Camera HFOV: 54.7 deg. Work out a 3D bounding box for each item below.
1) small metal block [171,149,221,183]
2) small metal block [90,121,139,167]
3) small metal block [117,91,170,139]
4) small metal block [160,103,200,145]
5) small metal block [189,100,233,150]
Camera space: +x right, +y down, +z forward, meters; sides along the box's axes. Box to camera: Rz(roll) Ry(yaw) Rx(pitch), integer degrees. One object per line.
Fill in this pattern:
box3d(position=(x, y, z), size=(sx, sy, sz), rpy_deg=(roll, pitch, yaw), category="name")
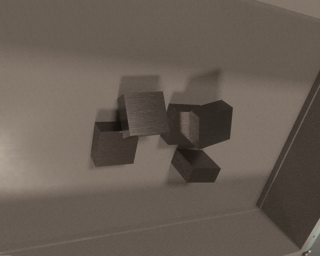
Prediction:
box3d(position=(0.052, 0.055, 0.457), size=(0.050, 0.050, 0.025), rpy_deg=(6, 116, -32), category="small metal block")
box3d(position=(-0.057, 0.020, 0.391), size=(0.050, 0.025, 0.050), rpy_deg=(-2, 119, -28), category="small metal block")
box3d(position=(-0.020, -0.016, 0.373), size=(0.050, 0.025, 0.050), rpy_deg=(-6, 83, -26), category="small metal block")
box3d(position=(0.033, -0.005, 0.426), size=(0.050, 0.025, 0.050), rpy_deg=(1, 118, -29), category="small metal block")
box3d(position=(0.067, -0.005, 0.412), size=(0.050, 0.025, 0.050), rpy_deg=(-17, 125, -20), category="small metal block")
